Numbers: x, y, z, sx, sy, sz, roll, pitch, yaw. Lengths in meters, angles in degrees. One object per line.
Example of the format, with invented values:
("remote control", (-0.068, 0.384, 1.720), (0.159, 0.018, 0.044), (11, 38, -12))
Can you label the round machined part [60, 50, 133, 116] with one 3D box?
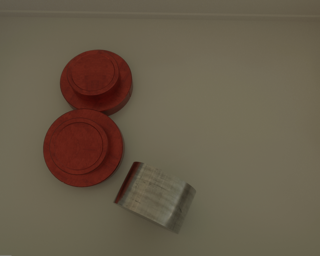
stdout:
("round machined part", (-0.088, -0.067, 0.424), (0.099, 0.042, 0.098), (0, 70, -1))

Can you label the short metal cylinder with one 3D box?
("short metal cylinder", (-0.006, 0.079, 0.351), (0.080, 0.080, 0.050), (24, 72, 8))

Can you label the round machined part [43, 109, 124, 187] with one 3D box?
("round machined part", (-0.095, 0.024, 0.381), (0.099, 0.042, 0.097), (0, 82, -1))
